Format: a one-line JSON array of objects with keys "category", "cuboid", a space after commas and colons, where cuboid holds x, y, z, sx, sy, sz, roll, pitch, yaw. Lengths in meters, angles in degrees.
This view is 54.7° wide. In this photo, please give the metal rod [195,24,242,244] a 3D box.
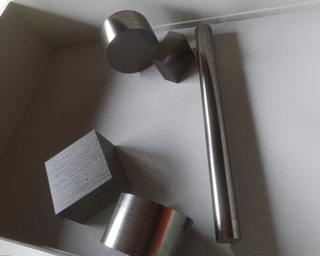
[{"category": "metal rod", "cuboid": [0.066, -0.017, 0.380, 0.025, 0.025, 0.299, -14, 56, 20]}]

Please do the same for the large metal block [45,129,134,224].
[{"category": "large metal block", "cuboid": [-0.092, 0.063, 0.398, 0.080, 0.050, 0.080, -34, 52, 5]}]

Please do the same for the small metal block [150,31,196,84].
[{"category": "small metal block", "cuboid": [0.020, -0.100, 0.440, 0.025, 0.050, 0.050, 24, 75, 36]}]

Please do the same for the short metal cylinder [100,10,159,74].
[{"category": "short metal cylinder", "cuboid": [-0.047, -0.130, 0.473, 0.080, 0.080, 0.050, -29, 52, 9]}]

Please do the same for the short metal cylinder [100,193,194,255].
[{"category": "short metal cylinder", "cuboid": [-0.012, 0.104, 0.312, 0.080, 0.080, 0.050, 9, 66, 31]}]
